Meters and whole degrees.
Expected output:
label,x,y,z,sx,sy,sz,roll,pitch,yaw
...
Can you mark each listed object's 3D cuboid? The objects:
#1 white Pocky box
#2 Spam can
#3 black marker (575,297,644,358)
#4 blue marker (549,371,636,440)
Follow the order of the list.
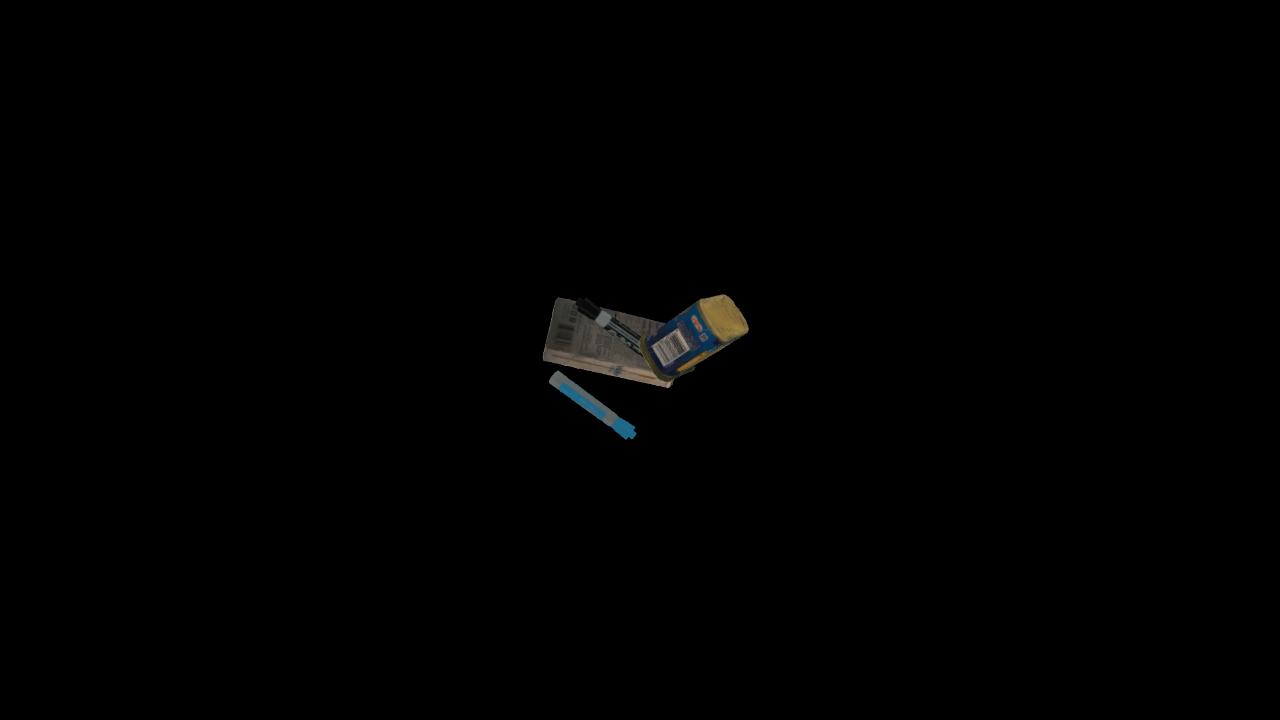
label,x,y,z,sx,sy,sz,roll,pitch,yaw
white Pocky box,-0.032,-0.021,0.730,0.154,0.084,0.028,13,-41,-8
Spam can,0.061,-0.026,0.676,0.085,0.058,0.101,-34,-6,30
black marker,-0.022,-0.032,0.697,0.121,0.020,0.020,35,-7,-10
blue marker,-0.055,0.055,0.728,0.121,0.020,0.020,36,6,8
